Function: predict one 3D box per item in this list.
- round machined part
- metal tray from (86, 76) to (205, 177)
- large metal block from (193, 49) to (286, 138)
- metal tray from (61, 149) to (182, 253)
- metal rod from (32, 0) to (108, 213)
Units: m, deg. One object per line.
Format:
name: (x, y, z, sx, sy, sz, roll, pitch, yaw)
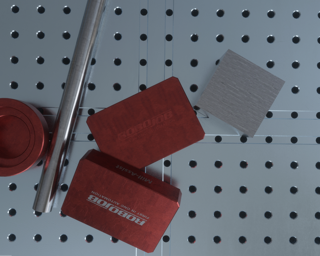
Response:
round machined part: (-0.193, 0.011, 0.402, 0.099, 0.042, 0.097, 0, 90, -1)
metal tray: (-0.018, 0.000, 0.411, 0.131, 0.030, 0.090, -26, 90, -1)
large metal block: (0.098, -0.042, 0.402, 0.080, 0.050, 0.080, 30, 90, -1)
metal tray: (-0.049, 0.094, 0.394, 0.131, 0.030, 0.089, 25, 112, -1)
metal rod: (-0.118, -0.037, 0.411, 0.025, 0.025, 0.298, 15, 90, -1)
